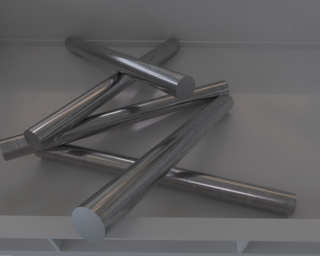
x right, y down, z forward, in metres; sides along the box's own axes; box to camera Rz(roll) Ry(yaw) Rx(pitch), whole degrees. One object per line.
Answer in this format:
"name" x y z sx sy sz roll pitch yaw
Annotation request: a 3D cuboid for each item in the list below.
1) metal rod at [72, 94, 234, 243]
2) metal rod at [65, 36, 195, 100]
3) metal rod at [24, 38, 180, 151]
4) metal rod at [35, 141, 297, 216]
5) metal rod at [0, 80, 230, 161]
"metal rod" 0.024 0.011 0.312 0.025 0.025 0.302 24 28 19
"metal rod" -0.062 -0.092 0.417 0.025 0.025 0.300 -31 37 -24
"metal rod" -0.053 -0.064 0.419 0.025 0.025 0.302 25 42 19
"metal rod" -0.002 0.053 0.359 0.301 0.025 0.025 11 51 9
"metal rod" -0.040 -0.016 0.398 0.302 0.025 0.025 -17 52 -22
